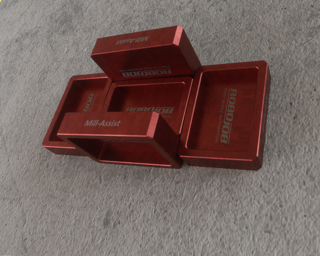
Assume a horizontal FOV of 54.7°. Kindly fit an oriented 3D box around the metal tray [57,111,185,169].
[{"bbox_3d":[-0.045,0.016,0.374,0.130,0.090,0.030,0,62,28],"label":"metal tray"}]

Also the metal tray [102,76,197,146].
[{"bbox_3d":[-0.018,-0.023,0.424,0.130,0.030,0.090,1,62,28],"label":"metal tray"}]

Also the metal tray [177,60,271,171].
[{"bbox_3d":[0.079,-0.017,0.371,0.090,0.030,0.130,1,62,28],"label":"metal tray"}]

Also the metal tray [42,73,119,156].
[{"bbox_3d":[-0.116,-0.022,0.474,0.090,0.030,0.130,1,62,28],"label":"metal tray"}]

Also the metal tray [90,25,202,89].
[{"bbox_3d":[-0.017,-0.089,0.426,0.130,0.090,0.030,0,62,28],"label":"metal tray"}]
